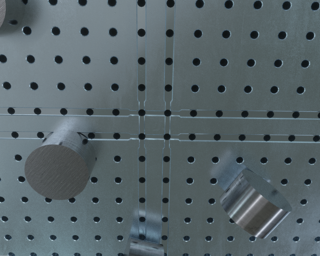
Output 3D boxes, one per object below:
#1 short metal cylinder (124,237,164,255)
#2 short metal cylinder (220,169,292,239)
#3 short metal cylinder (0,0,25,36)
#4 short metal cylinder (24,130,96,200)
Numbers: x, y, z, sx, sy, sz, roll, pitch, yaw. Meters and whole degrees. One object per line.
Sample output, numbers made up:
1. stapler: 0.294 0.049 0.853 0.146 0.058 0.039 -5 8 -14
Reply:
1. short metal cylinder: -0.029 0.209 0.461 0.050 0.080 0.079 15 109 -6
2. short metal cylinder: 0.130 0.102 0.424 0.080 0.080 0.050 31 107 -11
3. short metal cylinder: -0.202 -0.141 0.345 0.081 0.050 0.079 0 110 -1
4. short metal cylinder: -0.131 0.049 0.416 0.081 0.050 0.079 0 110 -1
